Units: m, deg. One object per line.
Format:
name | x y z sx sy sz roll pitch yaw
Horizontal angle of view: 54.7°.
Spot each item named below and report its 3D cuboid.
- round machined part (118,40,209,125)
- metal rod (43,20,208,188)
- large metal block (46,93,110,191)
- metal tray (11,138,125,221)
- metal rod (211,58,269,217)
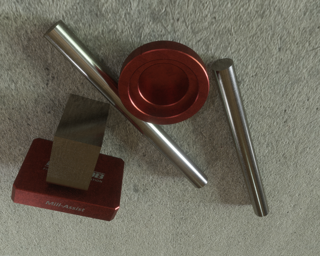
round machined part | 0.004 -0.054 0.350 0.099 0.042 0.097 -1 130 0
metal rod | -0.024 -0.010 0.398 0.025 0.025 0.300 -29 125 22
large metal block | -0.101 0.017 0.384 0.050 0.080 0.079 15 128 -13
metal tray | -0.118 0.069 0.421 0.131 0.090 0.030 16 128 -14
metal rod | 0.122 0.035 0.438 0.025 0.025 0.299 -16 129 13
